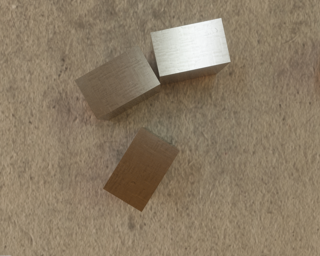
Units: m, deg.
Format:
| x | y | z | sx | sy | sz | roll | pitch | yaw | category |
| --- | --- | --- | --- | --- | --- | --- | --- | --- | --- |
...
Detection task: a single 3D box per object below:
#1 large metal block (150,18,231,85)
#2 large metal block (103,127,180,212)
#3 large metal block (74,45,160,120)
| x | y | z | sx | sy | sz | roll | pitch | yaw | category |
| --- | --- | --- | --- | --- | --- | --- | --- | --- | --- |
| 0.034 | -0.090 | 0.383 | 0.080 | 0.080 | 0.050 | -12 | 90 | 0 | large metal block |
| -0.021 | 0.046 | 0.382 | 0.050 | 0.080 | 0.080 | 32 | 90 | -1 | large metal block |
| -0.047 | -0.051 | 0.382 | 0.080 | 0.080 | 0.050 | -30 | 90 | 0 | large metal block |
